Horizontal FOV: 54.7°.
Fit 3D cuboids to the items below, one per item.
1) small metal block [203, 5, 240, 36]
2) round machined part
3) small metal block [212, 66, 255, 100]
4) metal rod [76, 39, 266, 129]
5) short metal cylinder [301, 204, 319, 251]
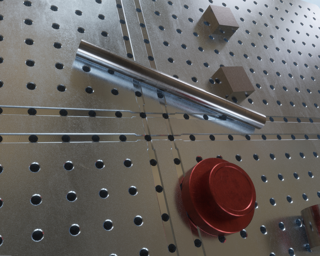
[{"bbox_3d":[0.118,-0.207,0.598,0.050,0.025,0.050,-5,64,-31],"label":"small metal block"},{"bbox_3d":[0.080,0.082,0.390,0.099,0.042,0.098,14,56,-21],"label":"round machined part"},{"bbox_3d":[0.124,-0.076,0.521,0.050,0.025,0.050,-7,66,-31],"label":"small metal block"},{"bbox_3d":[0.027,-0.059,0.458,0.302,0.025,0.025,20,54,-17],"label":"metal rod"},{"bbox_3d":[0.240,0.134,0.420,0.081,0.080,0.050,11,57,-22],"label":"short metal cylinder"}]
